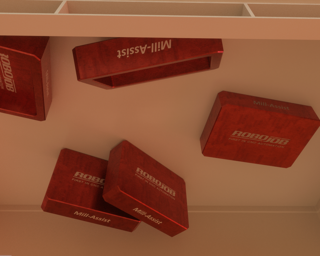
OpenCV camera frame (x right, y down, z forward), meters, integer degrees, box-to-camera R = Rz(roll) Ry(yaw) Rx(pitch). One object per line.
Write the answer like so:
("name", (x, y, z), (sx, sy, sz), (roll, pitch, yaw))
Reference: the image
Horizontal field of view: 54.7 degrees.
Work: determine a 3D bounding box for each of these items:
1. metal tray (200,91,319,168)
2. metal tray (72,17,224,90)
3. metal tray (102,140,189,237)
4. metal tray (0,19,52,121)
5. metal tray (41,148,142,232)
("metal tray", (0.128, 0.005, 0.411), (0.131, 0.030, 0.089), (9, 130, -8))
("metal tray", (-0.007, -0.068, 0.308), (0.131, 0.090, 0.030), (-10, 90, 8))
("metal tray", (-0.016, 0.086, 0.439), (0.030, 0.090, 0.130), (-37, 121, 27))
("metal tray", (-0.164, -0.057, 0.324), (0.091, 0.030, 0.129), (13, 151, -12))
("metal tray", (-0.088, 0.087, 0.439), (0.131, 0.090, 0.030), (19, 128, -16))
